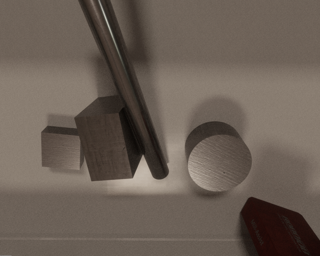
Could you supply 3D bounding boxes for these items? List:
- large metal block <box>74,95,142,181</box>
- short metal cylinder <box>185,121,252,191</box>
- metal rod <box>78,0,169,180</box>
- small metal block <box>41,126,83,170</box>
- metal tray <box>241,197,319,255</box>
[{"bbox_3d":[-0.056,0.009,0.381,0.050,0.080,0.079,-6,110,10],"label":"large metal block"},{"bbox_3d":[0.075,0.037,0.413,0.081,0.050,0.079,0,110,-1],"label":"short metal cylinder"},{"bbox_3d":[-0.032,-0.038,0.330,0.025,0.025,0.299,-13,136,5],"label":"metal rod"},{"bbox_3d":[-0.131,0.027,0.419,0.050,0.025,0.050,6,110,-3],"label":"small metal block"},{"bbox_3d":[0.170,0.152,0.414,0.091,0.130,0.030,20,109,-8],"label":"metal tray"}]
